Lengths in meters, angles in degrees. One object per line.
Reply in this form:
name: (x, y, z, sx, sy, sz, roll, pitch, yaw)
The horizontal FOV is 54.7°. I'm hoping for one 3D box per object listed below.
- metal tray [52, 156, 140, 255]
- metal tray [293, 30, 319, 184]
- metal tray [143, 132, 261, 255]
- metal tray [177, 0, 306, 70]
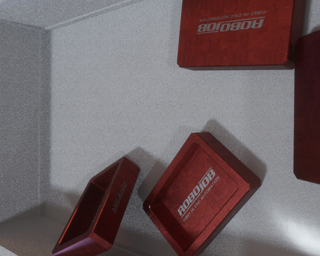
metal tray: (-0.081, 0.107, 0.412, 0.030, 0.130, 0.090, 43, 126, -18)
metal tray: (0.151, -0.017, 0.249, 0.090, 0.030, 0.129, -178, 88, -74)
metal tray: (0.043, 0.080, 0.366, 0.090, 0.030, 0.129, 46, 117, 29)
metal tray: (0.081, -0.109, 0.333, 0.130, 0.030, 0.089, 9, 95, 41)
